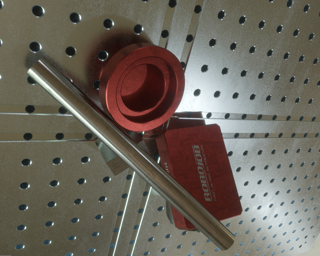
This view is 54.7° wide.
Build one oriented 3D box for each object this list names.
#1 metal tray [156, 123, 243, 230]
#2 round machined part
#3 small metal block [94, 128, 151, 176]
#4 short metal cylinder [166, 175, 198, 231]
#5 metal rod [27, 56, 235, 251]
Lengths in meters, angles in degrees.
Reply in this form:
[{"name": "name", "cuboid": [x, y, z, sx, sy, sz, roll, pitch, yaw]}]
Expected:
[{"name": "metal tray", "cuboid": [0.053, 0.063, 0.424, 0.091, 0.129, 0.030, -7, 166, -25]}, {"name": "round machined part", "cuboid": [-0.023, -0.048, 0.354, 0.099, 0.042, 0.097, -16, 121, -27]}, {"name": "small metal block", "cuboid": [-0.047, 0.024, 0.385, 0.050, 0.050, 0.025, -32, 129, -8]}, {"name": "short metal cylinder", "cuboid": [0.049, 0.108, 0.471, 0.081, 0.080, 0.050, -16, 125, -20]}, {"name": "metal rod", "cuboid": [-0.020, 0.039, 0.347, 0.025, 0.025, 0.300, -45, 105, 2]}]
